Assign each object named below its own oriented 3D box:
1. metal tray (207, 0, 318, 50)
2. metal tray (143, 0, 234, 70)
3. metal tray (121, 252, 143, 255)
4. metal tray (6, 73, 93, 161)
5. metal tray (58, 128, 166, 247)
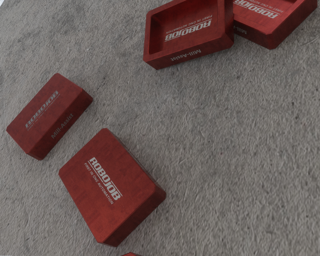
[{"bbox_3d":[0.136,-0.172,0.434,0.090,0.030,0.130,-44,51,-3],"label":"metal tray"},{"bbox_3d":[0.038,-0.143,0.443,0.130,0.030,0.090,-10,68,34],"label":"metal tray"},{"bbox_3d":[-0.045,0.202,0.301,0.090,0.030,0.130,-25,53,12],"label":"metal tray"},{"bbox_3d":[-0.183,-0.022,0.510,0.090,0.030,0.130,32,79,38],"label":"metal tray"},{"bbox_3d":[-0.065,0.070,0.392,0.090,0.030,0.130,-44,51,-3],"label":"metal tray"}]
